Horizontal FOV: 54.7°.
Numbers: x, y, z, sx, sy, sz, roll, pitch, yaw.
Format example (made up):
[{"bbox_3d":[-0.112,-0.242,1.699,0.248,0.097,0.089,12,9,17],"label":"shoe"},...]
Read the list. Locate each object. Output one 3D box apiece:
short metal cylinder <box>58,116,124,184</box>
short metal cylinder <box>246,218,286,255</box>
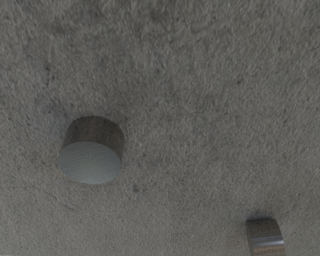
[{"bbox_3d":[-0.090,0.030,0.415,0.081,0.050,0.079,0,130,0],"label":"short metal cylinder"},{"bbox_3d":[0.186,0.204,0.548,0.050,0.080,0.080,-9,130,7],"label":"short metal cylinder"}]
